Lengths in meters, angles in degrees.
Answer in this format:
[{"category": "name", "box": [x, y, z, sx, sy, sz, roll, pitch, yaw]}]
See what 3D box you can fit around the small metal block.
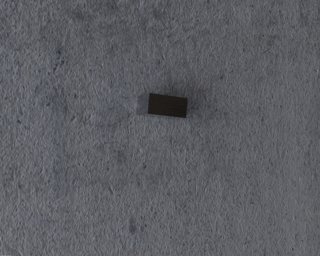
[{"category": "small metal block", "box": [0.001, -0.027, 0.398, 0.050, 0.050, 0.025, 6, 88, -20]}]
